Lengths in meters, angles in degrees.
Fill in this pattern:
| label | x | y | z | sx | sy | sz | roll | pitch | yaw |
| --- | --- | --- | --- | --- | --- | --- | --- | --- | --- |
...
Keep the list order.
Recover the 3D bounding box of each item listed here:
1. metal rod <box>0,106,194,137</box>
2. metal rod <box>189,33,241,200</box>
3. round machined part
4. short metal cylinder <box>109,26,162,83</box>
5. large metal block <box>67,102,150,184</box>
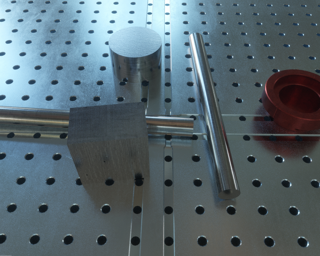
| label | x | y | z | sx | sy | sz | roll | pitch | yaw |
| --- | --- | --- | --- | --- | --- | --- | --- | --- | --- |
| metal rod | -0.107 | -0.011 | 0.414 | 0.302 | 0.025 | 0.025 | 4 | 50 | 2 |
| metal rod | 0.070 | -0.040 | 0.442 | 0.025 | 0.025 | 0.300 | -2 | 50 | -2 |
| round machined part | 0.190 | -0.034 | 0.427 | 0.099 | 0.042 | 0.098 | 0 | 50 | 0 |
| short metal cylinder | -0.038 | -0.116 | 0.488 | 0.081 | 0.050 | 0.080 | 1 | 50 | 0 |
| large metal block | -0.055 | 0.019 | 0.355 | 0.081 | 0.080 | 0.050 | -5 | 51 | -5 |
